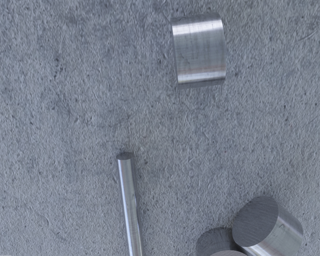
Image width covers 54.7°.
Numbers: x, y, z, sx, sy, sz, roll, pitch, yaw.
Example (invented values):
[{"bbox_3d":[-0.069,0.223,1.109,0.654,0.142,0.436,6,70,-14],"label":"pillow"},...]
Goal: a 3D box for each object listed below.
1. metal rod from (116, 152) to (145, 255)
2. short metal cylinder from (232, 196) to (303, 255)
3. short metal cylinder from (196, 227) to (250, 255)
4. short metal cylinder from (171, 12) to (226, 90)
[{"bbox_3d":[-0.038,0.178,0.474,0.025,0.025,0.298,-4,110,1],"label":"metal rod"},{"bbox_3d":[0.149,0.143,0.435,0.050,0.080,0.080,40,105,-13],"label":"short metal cylinder"},{"bbox_3d":[0.097,0.200,0.471,0.081,0.050,0.079,0,110,0],"label":"short metal cylinder"},{"bbox_3d":[0.041,-0.086,0.349,0.050,0.080,0.079,-7,110,2],"label":"short metal cylinder"}]
